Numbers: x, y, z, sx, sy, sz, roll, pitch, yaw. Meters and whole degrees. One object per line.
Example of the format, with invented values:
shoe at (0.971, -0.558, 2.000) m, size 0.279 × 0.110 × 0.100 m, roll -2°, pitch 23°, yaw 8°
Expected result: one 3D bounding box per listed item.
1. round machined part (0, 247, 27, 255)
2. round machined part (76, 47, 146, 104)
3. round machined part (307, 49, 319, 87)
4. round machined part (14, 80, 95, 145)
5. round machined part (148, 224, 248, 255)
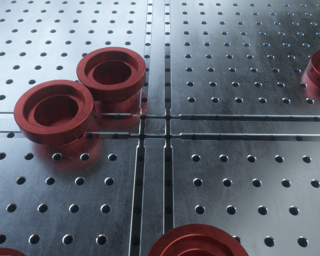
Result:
round machined part at (-0.154, 0.152, 0.267) m, size 0.099 × 0.042 × 0.098 m, roll 0°, pitch 50°, yaw 0°
round machined part at (-0.070, -0.074, 0.458) m, size 0.099 × 0.042 × 0.098 m, roll 0°, pitch 50°, yaw 0°
round machined part at (0.287, -0.098, 0.483) m, size 0.099 × 0.042 × 0.098 m, roll 0°, pitch 50°, yaw 0°
round machined part at (-0.134, -0.016, 0.408) m, size 0.099 × 0.042 × 0.098 m, roll 0°, pitch 50°, yaw 0°
round machined part at (0.034, 0.141, 0.278) m, size 0.099 × 0.042 × 0.098 m, roll 0°, pitch 50°, yaw 0°
